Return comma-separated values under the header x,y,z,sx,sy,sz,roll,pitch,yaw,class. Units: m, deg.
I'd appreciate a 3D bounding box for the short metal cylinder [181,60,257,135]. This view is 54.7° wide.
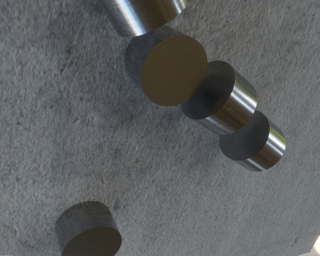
x,y,z,sx,sy,sz,roll,pitch,yaw,class
0.073,-0.037,0.390,0.050,0.080,0.080,29,102,-38,short metal cylinder

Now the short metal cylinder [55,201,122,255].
x,y,z,sx,sy,sz,roll,pitch,yaw,class
-0.100,0.149,0.430,0.081,0.050,0.079,-14,125,-21,short metal cylinder

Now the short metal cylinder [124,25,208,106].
x,y,z,sx,sy,sz,roll,pitch,yaw,class
0.006,-0.071,0.351,0.081,0.050,0.079,-14,125,-21,short metal cylinder

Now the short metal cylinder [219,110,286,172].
x,y,z,sx,sy,sz,roll,pitch,yaw,class
0.136,0.019,0.460,0.050,0.080,0.080,31,101,-38,short metal cylinder

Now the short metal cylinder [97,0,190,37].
x,y,z,sx,sy,sz,roll,pitch,yaw,class
-0.018,-0.129,0.283,0.080,0.080,0.050,-37,130,-4,short metal cylinder
